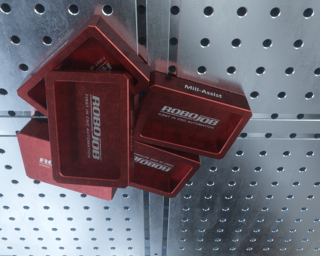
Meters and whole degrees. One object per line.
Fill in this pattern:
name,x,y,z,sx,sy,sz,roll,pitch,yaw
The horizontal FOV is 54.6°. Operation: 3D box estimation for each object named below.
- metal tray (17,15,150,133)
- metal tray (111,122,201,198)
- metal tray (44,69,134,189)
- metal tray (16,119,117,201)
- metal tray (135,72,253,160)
metal tray,-0.087,-0.054,0.360,0.130,0.030,0.090,-32,123,24
metal tray,-0.018,0.050,0.449,0.131,0.030,0.089,20,128,-16
metal tray,-0.077,0.001,0.352,0.090,0.030,0.129,3,106,6
metal tray,-0.121,0.045,0.423,0.131,0.030,0.089,14,131,6
metal tray,0.038,-0.012,0.397,0.131,0.030,0.089,14,129,-12
